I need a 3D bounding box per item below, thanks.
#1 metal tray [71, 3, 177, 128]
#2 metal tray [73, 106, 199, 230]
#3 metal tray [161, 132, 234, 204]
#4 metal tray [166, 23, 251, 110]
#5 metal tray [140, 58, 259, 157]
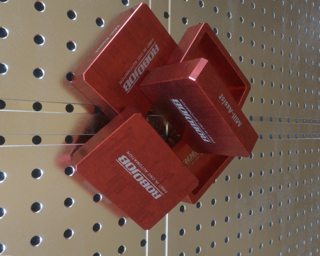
[{"bbox_3d":[-0.033,-0.075,0.379,0.090,0.030,0.130,47,62,-30],"label":"metal tray"},{"bbox_3d":[-0.024,0.050,0.363,0.090,0.030,0.130,-42,119,-4],"label":"metal tray"},{"bbox_3d":[0.059,0.035,0.456,0.131,0.030,0.090,-41,115,-32],"label":"metal tray"},{"bbox_3d":[0.069,-0.065,0.426,0.130,0.030,0.090,44,64,-32],"label":"metal tray"},{"bbox_3d":[0.047,-0.019,0.368,0.130,0.090,0.030,48,61,-30],"label":"metal tray"}]
